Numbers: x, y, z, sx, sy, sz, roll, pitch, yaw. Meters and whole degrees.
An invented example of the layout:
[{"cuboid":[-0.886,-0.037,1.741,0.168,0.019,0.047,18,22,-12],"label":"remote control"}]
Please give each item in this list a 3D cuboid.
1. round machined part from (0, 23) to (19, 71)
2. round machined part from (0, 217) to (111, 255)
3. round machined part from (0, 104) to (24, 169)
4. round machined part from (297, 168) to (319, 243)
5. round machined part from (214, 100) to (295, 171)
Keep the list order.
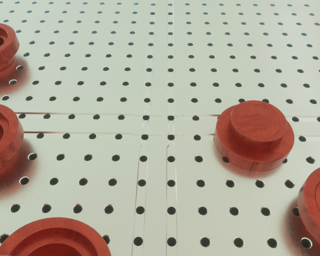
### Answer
[{"cuboid":[-0.278,-0.125,0.501,0.099,0.042,0.098,0,50,0],"label":"round machined part"},{"cuboid":[-0.094,0.132,0.272,0.099,0.042,0.098,13,36,-9],"label":"round machined part"},{"cuboid":[-0.218,0.018,0.381,0.099,0.042,0.098,0,50,0],"label":"round machined part"},{"cuboid":[0.194,0.090,0.322,0.099,0.042,0.098,0,50,0],"label":"round machined part"},{"cuboid":[0.121,0.003,0.395,0.099,0.042,0.098,0,50,0],"label":"round machined part"}]
